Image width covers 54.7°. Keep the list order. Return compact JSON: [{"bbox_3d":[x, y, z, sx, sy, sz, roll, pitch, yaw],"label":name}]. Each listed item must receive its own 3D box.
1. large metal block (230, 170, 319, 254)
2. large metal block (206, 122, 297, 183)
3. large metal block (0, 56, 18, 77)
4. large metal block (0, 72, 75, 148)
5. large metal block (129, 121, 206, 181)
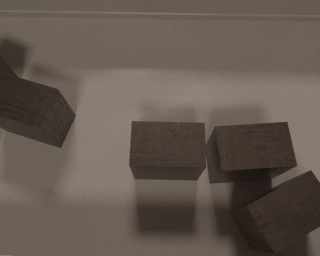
[{"bbox_3d":[0.134,0.095,0.347,0.080,0.080,0.050,-26,73,-9],"label":"large metal block"},{"bbox_3d":[0.102,0.032,0.370,0.081,0.080,0.050,-4,70,-2],"label":"large metal block"},{"bbox_3d":[-0.240,-0.059,0.399,0.050,0.080,0.080,24,72,8],"label":"large metal block"},{"bbox_3d":[-0.162,-0.020,0.386,0.080,0.080,0.050,17,71,5],"label":"large metal block"},{"bbox_3d":[0.008,0.030,0.370,0.081,0.080,0.050,1,70,0],"label":"large metal block"}]
